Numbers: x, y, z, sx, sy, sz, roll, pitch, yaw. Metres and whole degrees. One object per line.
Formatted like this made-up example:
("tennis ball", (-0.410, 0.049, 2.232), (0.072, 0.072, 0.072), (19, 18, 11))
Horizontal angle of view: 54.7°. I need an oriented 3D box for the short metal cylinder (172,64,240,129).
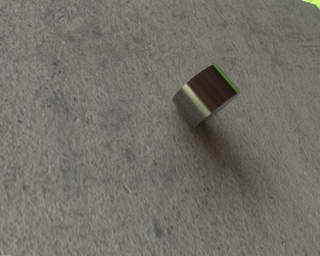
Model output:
("short metal cylinder", (0.064, -0.043, 0.431), (0.081, 0.080, 0.050), (-32, 80, -38))
